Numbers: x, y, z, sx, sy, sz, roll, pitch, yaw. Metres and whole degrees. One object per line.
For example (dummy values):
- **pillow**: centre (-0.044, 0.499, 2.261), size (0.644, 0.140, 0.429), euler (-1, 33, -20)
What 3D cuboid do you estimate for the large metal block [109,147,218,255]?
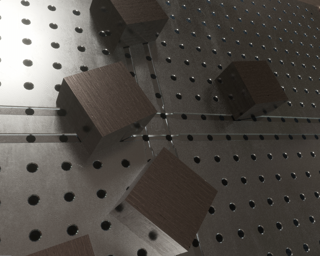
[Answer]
- **large metal block**: centre (0.005, 0.083, 0.346), size (0.080, 0.050, 0.080), euler (40, 51, -2)

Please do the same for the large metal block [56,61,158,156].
- **large metal block**: centre (-0.065, -0.026, 0.374), size (0.081, 0.050, 0.080), euler (-27, 77, -37)

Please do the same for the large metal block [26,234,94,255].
- **large metal block**: centre (-0.092, 0.145, 0.255), size (0.081, 0.050, 0.080), euler (-10, 67, -33)

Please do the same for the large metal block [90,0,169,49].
- **large metal block**: centre (-0.048, -0.176, 0.475), size (0.081, 0.050, 0.080), euler (-23, 75, -37)

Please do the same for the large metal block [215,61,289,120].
- **large metal block**: centre (0.152, -0.064, 0.515), size (0.081, 0.050, 0.080), euler (-9, 66, -32)
